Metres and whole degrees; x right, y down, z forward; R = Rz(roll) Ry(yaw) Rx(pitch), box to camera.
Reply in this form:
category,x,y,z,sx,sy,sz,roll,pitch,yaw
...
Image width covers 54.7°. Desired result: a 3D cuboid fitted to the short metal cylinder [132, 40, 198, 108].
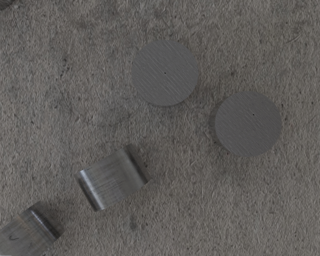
category,x,y,z,sx,sy,sz,roll,pitch,yaw
short metal cylinder,0.006,-0.067,0.397,0.081,0.050,0.080,0,90,0

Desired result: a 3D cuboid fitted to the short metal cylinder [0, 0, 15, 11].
category,x,y,z,sx,sy,sz,roll,pitch,yaw
short metal cylinder,-0.230,-0.197,0.395,0.081,0.050,0.080,0,90,0

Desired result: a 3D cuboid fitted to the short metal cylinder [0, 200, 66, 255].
category,x,y,z,sx,sy,sz,roll,pitch,yaw
short metal cylinder,-0.165,0.135,0.381,0.080,0.080,0.050,-40,90,0

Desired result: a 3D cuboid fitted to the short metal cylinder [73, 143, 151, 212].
category,x,y,z,sx,sy,sz,roll,pitch,yaw
short metal cylinder,-0.058,0.059,0.382,0.080,0.080,0.050,-29,90,0

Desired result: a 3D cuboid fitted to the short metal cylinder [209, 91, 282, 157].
category,x,y,z,sx,sy,sz,roll,pitch,yaw
short metal cylinder,0.106,-0.005,0.398,0.081,0.050,0.080,0,90,0
